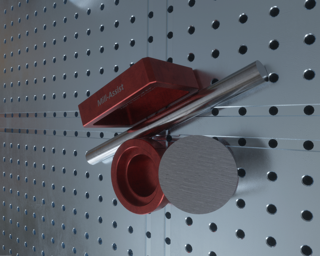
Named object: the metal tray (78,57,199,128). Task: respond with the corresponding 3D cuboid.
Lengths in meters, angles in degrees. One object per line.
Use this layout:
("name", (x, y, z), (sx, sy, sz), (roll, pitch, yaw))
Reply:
("metal tray", (-0.028, -0.038, 0.390), (0.130, 0.091, 0.030), (-27, 73, 37))

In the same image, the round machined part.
("round machined part", (-0.017, 0.062, 0.412), (0.098, 0.042, 0.097), (0, 90, 40))

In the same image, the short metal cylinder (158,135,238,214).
("short metal cylinder", (0.044, 0.049, 0.338), (0.080, 0.050, 0.080), (-1, 85, 15))

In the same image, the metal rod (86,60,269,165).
("metal rod", (-0.001, -0.006, 0.410), (0.299, 0.025, 0.025), (-26, 74, 37))
